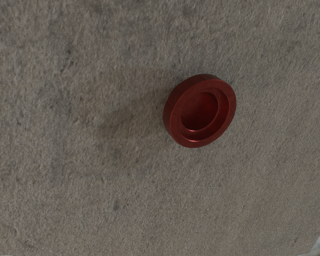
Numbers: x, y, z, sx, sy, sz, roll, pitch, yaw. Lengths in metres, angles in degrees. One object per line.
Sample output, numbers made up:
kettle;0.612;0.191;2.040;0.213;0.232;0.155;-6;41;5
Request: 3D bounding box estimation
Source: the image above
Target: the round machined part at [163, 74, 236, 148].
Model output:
round machined part;0.048;-0.026;0.408;0.099;0.042;0.097;-14;125;-21
